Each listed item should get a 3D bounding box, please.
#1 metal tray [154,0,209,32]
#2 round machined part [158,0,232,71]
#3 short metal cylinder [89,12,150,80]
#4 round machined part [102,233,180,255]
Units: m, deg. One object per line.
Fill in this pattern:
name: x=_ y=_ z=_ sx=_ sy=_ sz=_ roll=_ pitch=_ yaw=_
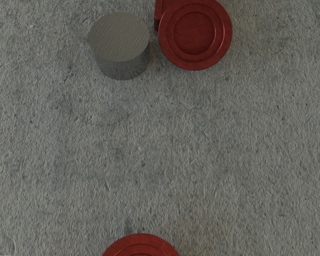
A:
metal tray: x=0.041 y=-0.210 z=0.482 sx=0.091 sy=0.030 sz=0.130 roll=4 pitch=70 yaw=1
round machined part: x=0.048 y=-0.132 z=0.431 sx=0.099 sy=0.042 sz=0.097 roll=1 pitch=108 yaw=2
short metal cylinder: x=-0.054 y=-0.114 z=0.436 sx=0.081 sy=0.050 sz=0.080 roll=0 pitch=70 yaw=0
round machined part: x=-0.020 y=0.167 z=0.338 sx=0.099 sy=0.042 sz=0.098 roll=0 pitch=70 yaw=-1
